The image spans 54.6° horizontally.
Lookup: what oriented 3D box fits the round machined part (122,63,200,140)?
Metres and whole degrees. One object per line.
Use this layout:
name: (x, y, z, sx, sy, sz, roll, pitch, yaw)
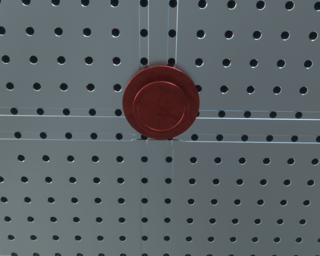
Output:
round machined part: (0.001, -0.030, 0.393, 0.099, 0.042, 0.097, 0, 110, 0)
